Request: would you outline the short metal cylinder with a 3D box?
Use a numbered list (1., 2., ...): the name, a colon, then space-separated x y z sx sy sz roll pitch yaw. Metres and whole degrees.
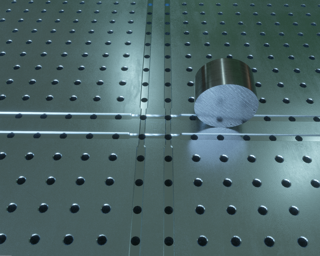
1. short metal cylinder: 0.086 -0.045 0.411 0.080 0.080 0.050 3 50 2
